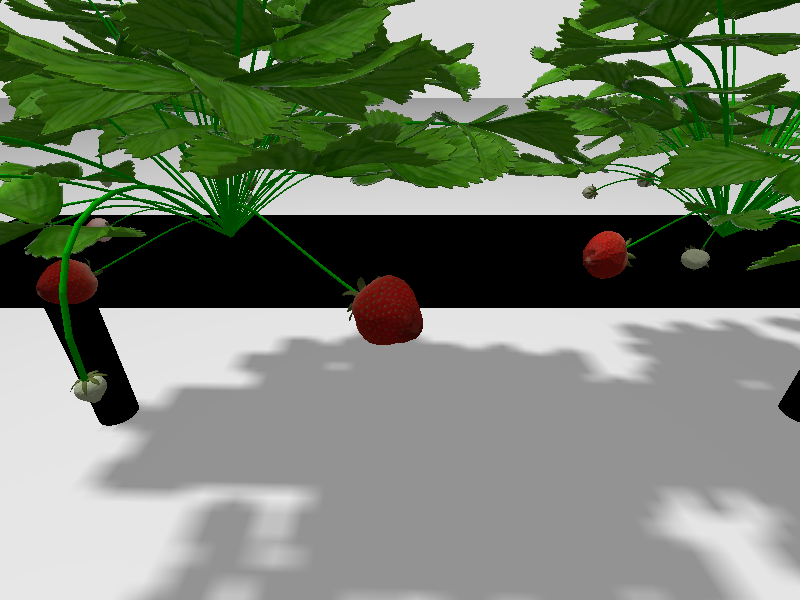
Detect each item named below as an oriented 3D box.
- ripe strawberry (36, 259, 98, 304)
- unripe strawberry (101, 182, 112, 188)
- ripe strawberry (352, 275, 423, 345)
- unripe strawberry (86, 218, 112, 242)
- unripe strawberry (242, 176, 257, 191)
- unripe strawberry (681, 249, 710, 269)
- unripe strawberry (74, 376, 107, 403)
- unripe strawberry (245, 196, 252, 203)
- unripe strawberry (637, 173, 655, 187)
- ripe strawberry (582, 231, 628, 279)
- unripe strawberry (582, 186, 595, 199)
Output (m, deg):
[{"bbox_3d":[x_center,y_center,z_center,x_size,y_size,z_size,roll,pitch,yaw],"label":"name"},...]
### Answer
[{"bbox_3d":[-0.209,-0.010,0.250,0.028,0.029,0.030,12,31,21],"label":"ripe strawberry"},{"bbox_3d":[-0.341,-0.137,0.466,0.011,0.011,0.011,18,33,29],"label":"unripe strawberry"},{"bbox_3d":[-0.005,0.008,0.210,0.036,0.038,0.039,-23,37,-36],"label":"ripe strawberry"},{"bbox_3d":[-0.266,-0.061,0.352,0.021,0.021,0.020,-9,29,-2],"label":"unripe strawberry"},{"bbox_3d":[-0.197,-0.153,0.526,0.018,0.019,0.019,-6,29,-11],"label":"unripe strawberry"},{"bbox_3d":[0.219,-0.030,0.298,0.016,0.016,0.017,-25,37,-37],"label":"unripe strawberry"},{"bbox_3d":[-0.126,0.037,0.163,0.011,0.011,0.011,-4,29,-6],"label":"unripe strawberry"},{"bbox_3d":[-0.172,-0.115,0.456,0.009,0.010,0.010,-5,29,-8],"label":"unripe strawberry"},{"bbox_3d":[0.328,-0.160,0.535,0.021,0.018,0.021,4,-4,8],"label":"unripe strawberry"},{"bbox_3d":[0.143,-0.031,0.282,0.032,0.033,0.029,-16,32,-26],"label":"ripe strawberry"},{"bbox_3d":[0.228,-0.130,0.485,0.015,0.015,0.016,-13,12,-22],"label":"unripe strawberry"}]
